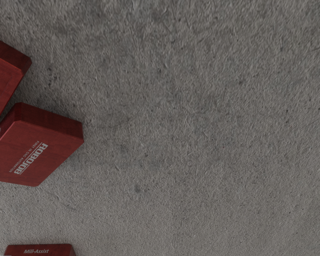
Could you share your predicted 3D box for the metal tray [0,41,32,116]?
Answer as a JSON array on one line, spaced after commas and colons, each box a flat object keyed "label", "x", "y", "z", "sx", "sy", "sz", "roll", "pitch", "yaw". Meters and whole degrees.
[{"label": "metal tray", "x": -0.220, "y": -0.051, "z": 0.357, "sx": 0.090, "sy": 0.030, "sz": 0.129, "roll": 31, "pitch": 123, "yaw": -24}]

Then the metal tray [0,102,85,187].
[{"label": "metal tray", "x": -0.174, "y": 0.028, "z": 0.409, "sx": 0.090, "sy": 0.030, "sz": 0.130, "roll": 22, "pitch": 129, "yaw": -41}]

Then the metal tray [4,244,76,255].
[{"label": "metal tray", "x": -0.241, "y": 0.276, "z": 0.635, "sx": 0.131, "sy": 0.030, "sz": 0.089, "roll": -2, "pitch": 130, "yaw": 1}]
